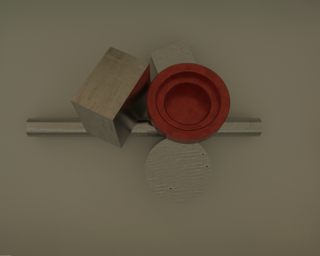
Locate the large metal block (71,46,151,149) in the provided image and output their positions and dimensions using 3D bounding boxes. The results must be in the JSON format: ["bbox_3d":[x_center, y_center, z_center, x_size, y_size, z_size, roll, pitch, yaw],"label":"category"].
[{"bbox_3d":[-0.052,-0.033,0.367,0.050,0.080,0.080,25,67,11],"label":"large metal block"}]

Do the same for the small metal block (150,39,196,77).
[{"bbox_3d":[0.020,-0.082,0.411,0.050,0.025,0.050,-21,90,-1],"label":"small metal block"}]

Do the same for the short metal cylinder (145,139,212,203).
[{"bbox_3d":[0.022,0.050,0.397,0.081,0.050,0.079,0,90,-1],"label":"short metal cylinder"}]

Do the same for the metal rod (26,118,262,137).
[{"bbox_3d":[-0.020,-0.001,0.408,0.302,0.025,0.025,0,90,-1],"label":"metal rod"}]

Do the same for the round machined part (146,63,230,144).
[{"bbox_3d":[0.033,-0.027,0.383,0.099,0.042,0.098,0,72,0],"label":"round machined part"}]
